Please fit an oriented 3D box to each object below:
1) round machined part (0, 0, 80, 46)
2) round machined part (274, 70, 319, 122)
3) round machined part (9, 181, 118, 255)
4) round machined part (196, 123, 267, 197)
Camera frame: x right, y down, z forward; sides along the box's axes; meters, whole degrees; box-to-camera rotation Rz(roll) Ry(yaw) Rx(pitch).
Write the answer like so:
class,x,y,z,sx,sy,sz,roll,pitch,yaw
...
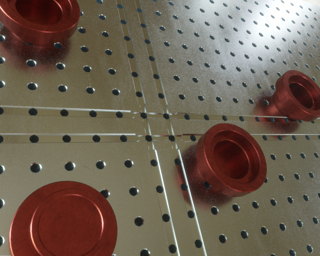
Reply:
class,x,y,z,sx,sy,sz,roll,pitch,yaw
round machined part,-0.157,-0.147,0.402,0.099,0.042,0.098,13,56,-21
round machined part,0.248,-0.054,0.562,0.099,0.042,0.098,13,56,-21
round machined part,-0.087,0.096,0.292,0.099,0.042,0.098,13,56,-21
round machined part,0.091,0.046,0.417,0.099,0.042,0.098,13,56,-21
